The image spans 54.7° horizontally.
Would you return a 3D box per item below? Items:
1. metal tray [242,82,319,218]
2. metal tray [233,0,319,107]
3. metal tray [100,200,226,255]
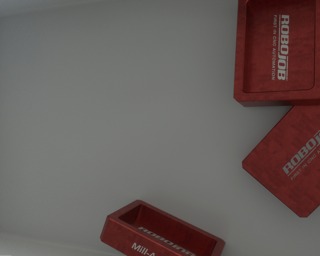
[{"bbox_3d":[0.169,0.023,0.348,0.090,0.030,0.130,42,103,15],"label":"metal tray"},{"bbox_3d":[0.132,-0.090,0.341,0.090,0.030,0.129,0,81,30],"label":"metal tray"},{"bbox_3d":[0.007,0.136,0.373,0.130,0.090,0.030,21,97,18],"label":"metal tray"}]
